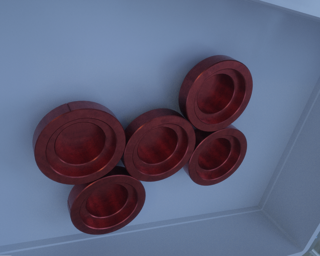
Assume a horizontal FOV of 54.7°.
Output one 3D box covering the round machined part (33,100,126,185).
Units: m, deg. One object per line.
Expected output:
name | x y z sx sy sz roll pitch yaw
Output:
round machined part | -0.092 0.013 0.352 0.099 0.042 0.097 -14 124 -21

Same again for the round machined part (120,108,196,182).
round machined part | -0.007 0.018 0.401 0.099 0.042 0.097 -14 124 -21

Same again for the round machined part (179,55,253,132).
round machined part | 0.067 -0.047 0.402 0.099 0.042 0.097 -14 124 -21

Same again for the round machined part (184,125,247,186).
round machined part | 0.075 0.033 0.456 0.099 0.042 0.097 -14 124 -21

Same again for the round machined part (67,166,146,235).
round machined part | -0.072 0.090 0.410 0.099 0.042 0.097 -14 124 -21
